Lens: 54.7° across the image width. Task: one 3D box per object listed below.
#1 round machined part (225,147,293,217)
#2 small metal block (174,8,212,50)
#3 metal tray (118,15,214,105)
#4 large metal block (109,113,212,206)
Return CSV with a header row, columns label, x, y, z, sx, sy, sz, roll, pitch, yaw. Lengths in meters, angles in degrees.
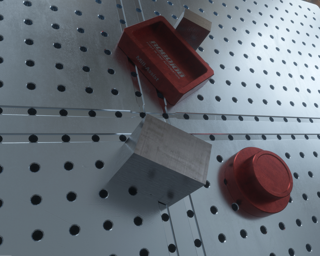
label,x,y,z,sx,sy,sz,roll,pitch,yaw
round machined part,0.144,0.070,0.432,0.099,0.042,0.098,14,56,-21
small metal block,0.051,-0.163,0.519,0.050,0.050,0.025,23,53,-14
metal tray,0.011,-0.107,0.475,0.130,0.030,0.091,49,51,6
large metal block,0.000,0.039,0.348,0.080,0.080,0.050,26,53,-13
